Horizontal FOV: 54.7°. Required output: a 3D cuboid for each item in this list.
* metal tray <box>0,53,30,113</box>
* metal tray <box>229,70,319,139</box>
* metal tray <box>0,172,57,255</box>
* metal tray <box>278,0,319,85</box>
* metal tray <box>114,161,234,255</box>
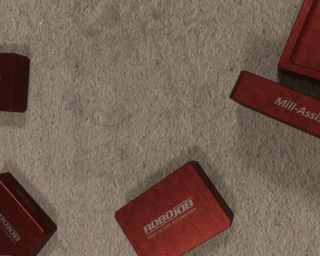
[{"bbox_3d":[-0.276,-0.074,0.501,0.130,0.030,0.089,5,92,19],"label":"metal tray"},{"bbox_3d":[0.143,-0.016,0.323,0.130,0.090,0.030,26,99,17],"label":"metal tray"},{"bbox_3d":[-0.235,0.145,0.487,0.130,0.030,0.090,42,103,15],"label":"metal tray"},{"bbox_3d":[0.197,-0.111,0.337,0.090,0.030,0.129,23,97,18],"label":"metal tray"},{"bbox_3d":[0.016,0.113,0.400,0.130,0.030,0.090,-37,79,16],"label":"metal tray"}]
